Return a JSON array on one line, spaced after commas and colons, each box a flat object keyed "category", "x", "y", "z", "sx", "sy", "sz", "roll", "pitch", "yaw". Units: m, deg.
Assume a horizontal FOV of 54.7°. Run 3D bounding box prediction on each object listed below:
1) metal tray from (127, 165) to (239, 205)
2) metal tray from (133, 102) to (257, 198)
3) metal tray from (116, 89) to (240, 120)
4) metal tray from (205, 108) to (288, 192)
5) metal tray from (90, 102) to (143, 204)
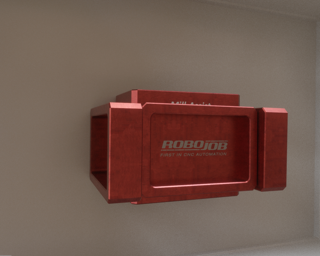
[{"category": "metal tray", "x": 0.018, "y": 0.064, "z": 0.379, "sx": 0.131, "sy": 0.090, "sz": 0.030, "roll": 0, "pitch": 90, "yaw": -20}, {"category": "metal tray", "x": 0.039, "y": 0.021, "z": 0.324, "sx": 0.131, "sy": 0.030, "sz": 0.089, "roll": 1, "pitch": 89, "yaw": -20}, {"category": "metal tray", "x": 0.019, "y": -0.025, "z": 0.380, "sx": 0.131, "sy": 0.090, "sz": 0.030, "roll": 0, "pitch": 91, "yaw": -20}, {"category": "metal tray", "x": 0.101, "y": 0.022, "z": 0.389, "sx": 0.030, "sy": 0.130, "sz": 0.089, "roll": 1, "pitch": 90, "yaw": -20}, {"category": "metal tray", "x": -0.052, "y": 0.021, "z": 0.334, "sx": 0.030, "sy": 0.130, "sz": 0.089, "roll": 1, "pitch": 91, "yaw": -20}]
